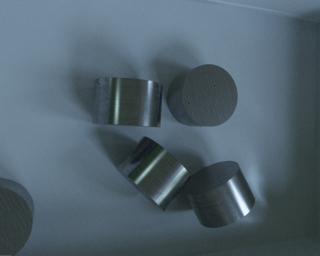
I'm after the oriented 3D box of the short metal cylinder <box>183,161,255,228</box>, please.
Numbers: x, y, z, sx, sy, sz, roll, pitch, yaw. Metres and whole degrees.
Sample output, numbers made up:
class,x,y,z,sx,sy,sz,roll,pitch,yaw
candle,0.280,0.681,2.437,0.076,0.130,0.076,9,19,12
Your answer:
class,x,y,z,sx,sy,sz,roll,pitch,yaw
short metal cylinder,0.077,0.086,0.410,0.080,0.080,0.050,-30,100,-17

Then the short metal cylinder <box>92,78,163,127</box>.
class,x,y,z,sx,sy,sz,roll,pitch,yaw
short metal cylinder,-0.038,-0.028,0.367,0.081,0.080,0.050,3,89,-20

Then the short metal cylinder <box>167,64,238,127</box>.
class,x,y,z,sx,sy,sz,roll,pitch,yaw
short metal cylinder,0.056,-0.042,0.418,0.081,0.050,0.080,0,90,-20

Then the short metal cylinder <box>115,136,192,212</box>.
class,x,y,z,sx,sy,sz,roll,pitch,yaw
short metal cylinder,-0.008,0.056,0.378,0.080,0.080,0.050,47,76,-14

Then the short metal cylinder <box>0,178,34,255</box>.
class,x,y,z,sx,sy,sz,roll,pitch,yaw
short metal cylinder,-0.179,0.098,0.331,0.081,0.050,0.080,0,90,-20
